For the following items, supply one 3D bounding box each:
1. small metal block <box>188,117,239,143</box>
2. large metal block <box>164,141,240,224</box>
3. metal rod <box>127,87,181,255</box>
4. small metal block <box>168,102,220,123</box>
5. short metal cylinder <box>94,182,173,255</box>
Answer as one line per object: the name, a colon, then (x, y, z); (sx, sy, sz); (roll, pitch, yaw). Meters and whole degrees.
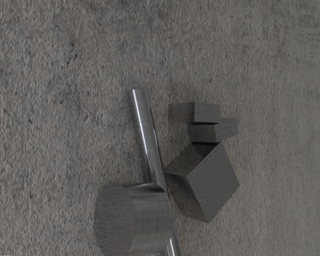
small metal block: (0.078, 0.002, 0.454); (0.050, 0.050, 0.025); (-17, 101, -39)
large metal block: (0.059, 0.072, 0.438); (0.080, 0.050, 0.080); (-39, 115, -33)
metal rod: (0.001, 0.096, 0.405); (0.025, 0.025, 0.298); (-19, 102, -38)
small metal block: (0.047, -0.020, 0.428); (0.050, 0.050, 0.025); (2, 89, -40)
short metal cylinder: (-0.031, 0.101, 0.343); (0.050, 0.080, 0.080); (9, 85, -40)
